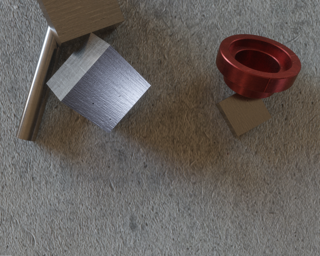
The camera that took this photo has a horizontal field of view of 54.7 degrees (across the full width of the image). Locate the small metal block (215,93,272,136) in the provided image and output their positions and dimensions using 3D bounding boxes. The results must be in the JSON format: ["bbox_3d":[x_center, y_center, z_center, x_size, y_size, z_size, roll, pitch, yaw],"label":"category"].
[{"bbox_3d":[0.110,-0.023,0.411,0.050,0.025,0.050,-29,90,0],"label":"small metal block"}]

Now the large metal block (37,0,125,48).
[{"bbox_3d":[-0.101,-0.152,0.378,0.081,0.050,0.080,-26,104,-16],"label":"large metal block"}]

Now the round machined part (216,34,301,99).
[{"bbox_3d":[0.118,-0.073,0.385,0.099,0.098,0.042,10,134,0],"label":"round machined part"}]

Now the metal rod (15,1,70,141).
[{"bbox_3d":[-0.136,-0.129,0.408,0.025,0.025,0.298,16,90,0],"label":"metal rod"}]

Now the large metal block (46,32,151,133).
[{"bbox_3d":[-0.072,-0.053,0.375,0.080,0.080,0.050,-49,47,0],"label":"large metal block"}]
